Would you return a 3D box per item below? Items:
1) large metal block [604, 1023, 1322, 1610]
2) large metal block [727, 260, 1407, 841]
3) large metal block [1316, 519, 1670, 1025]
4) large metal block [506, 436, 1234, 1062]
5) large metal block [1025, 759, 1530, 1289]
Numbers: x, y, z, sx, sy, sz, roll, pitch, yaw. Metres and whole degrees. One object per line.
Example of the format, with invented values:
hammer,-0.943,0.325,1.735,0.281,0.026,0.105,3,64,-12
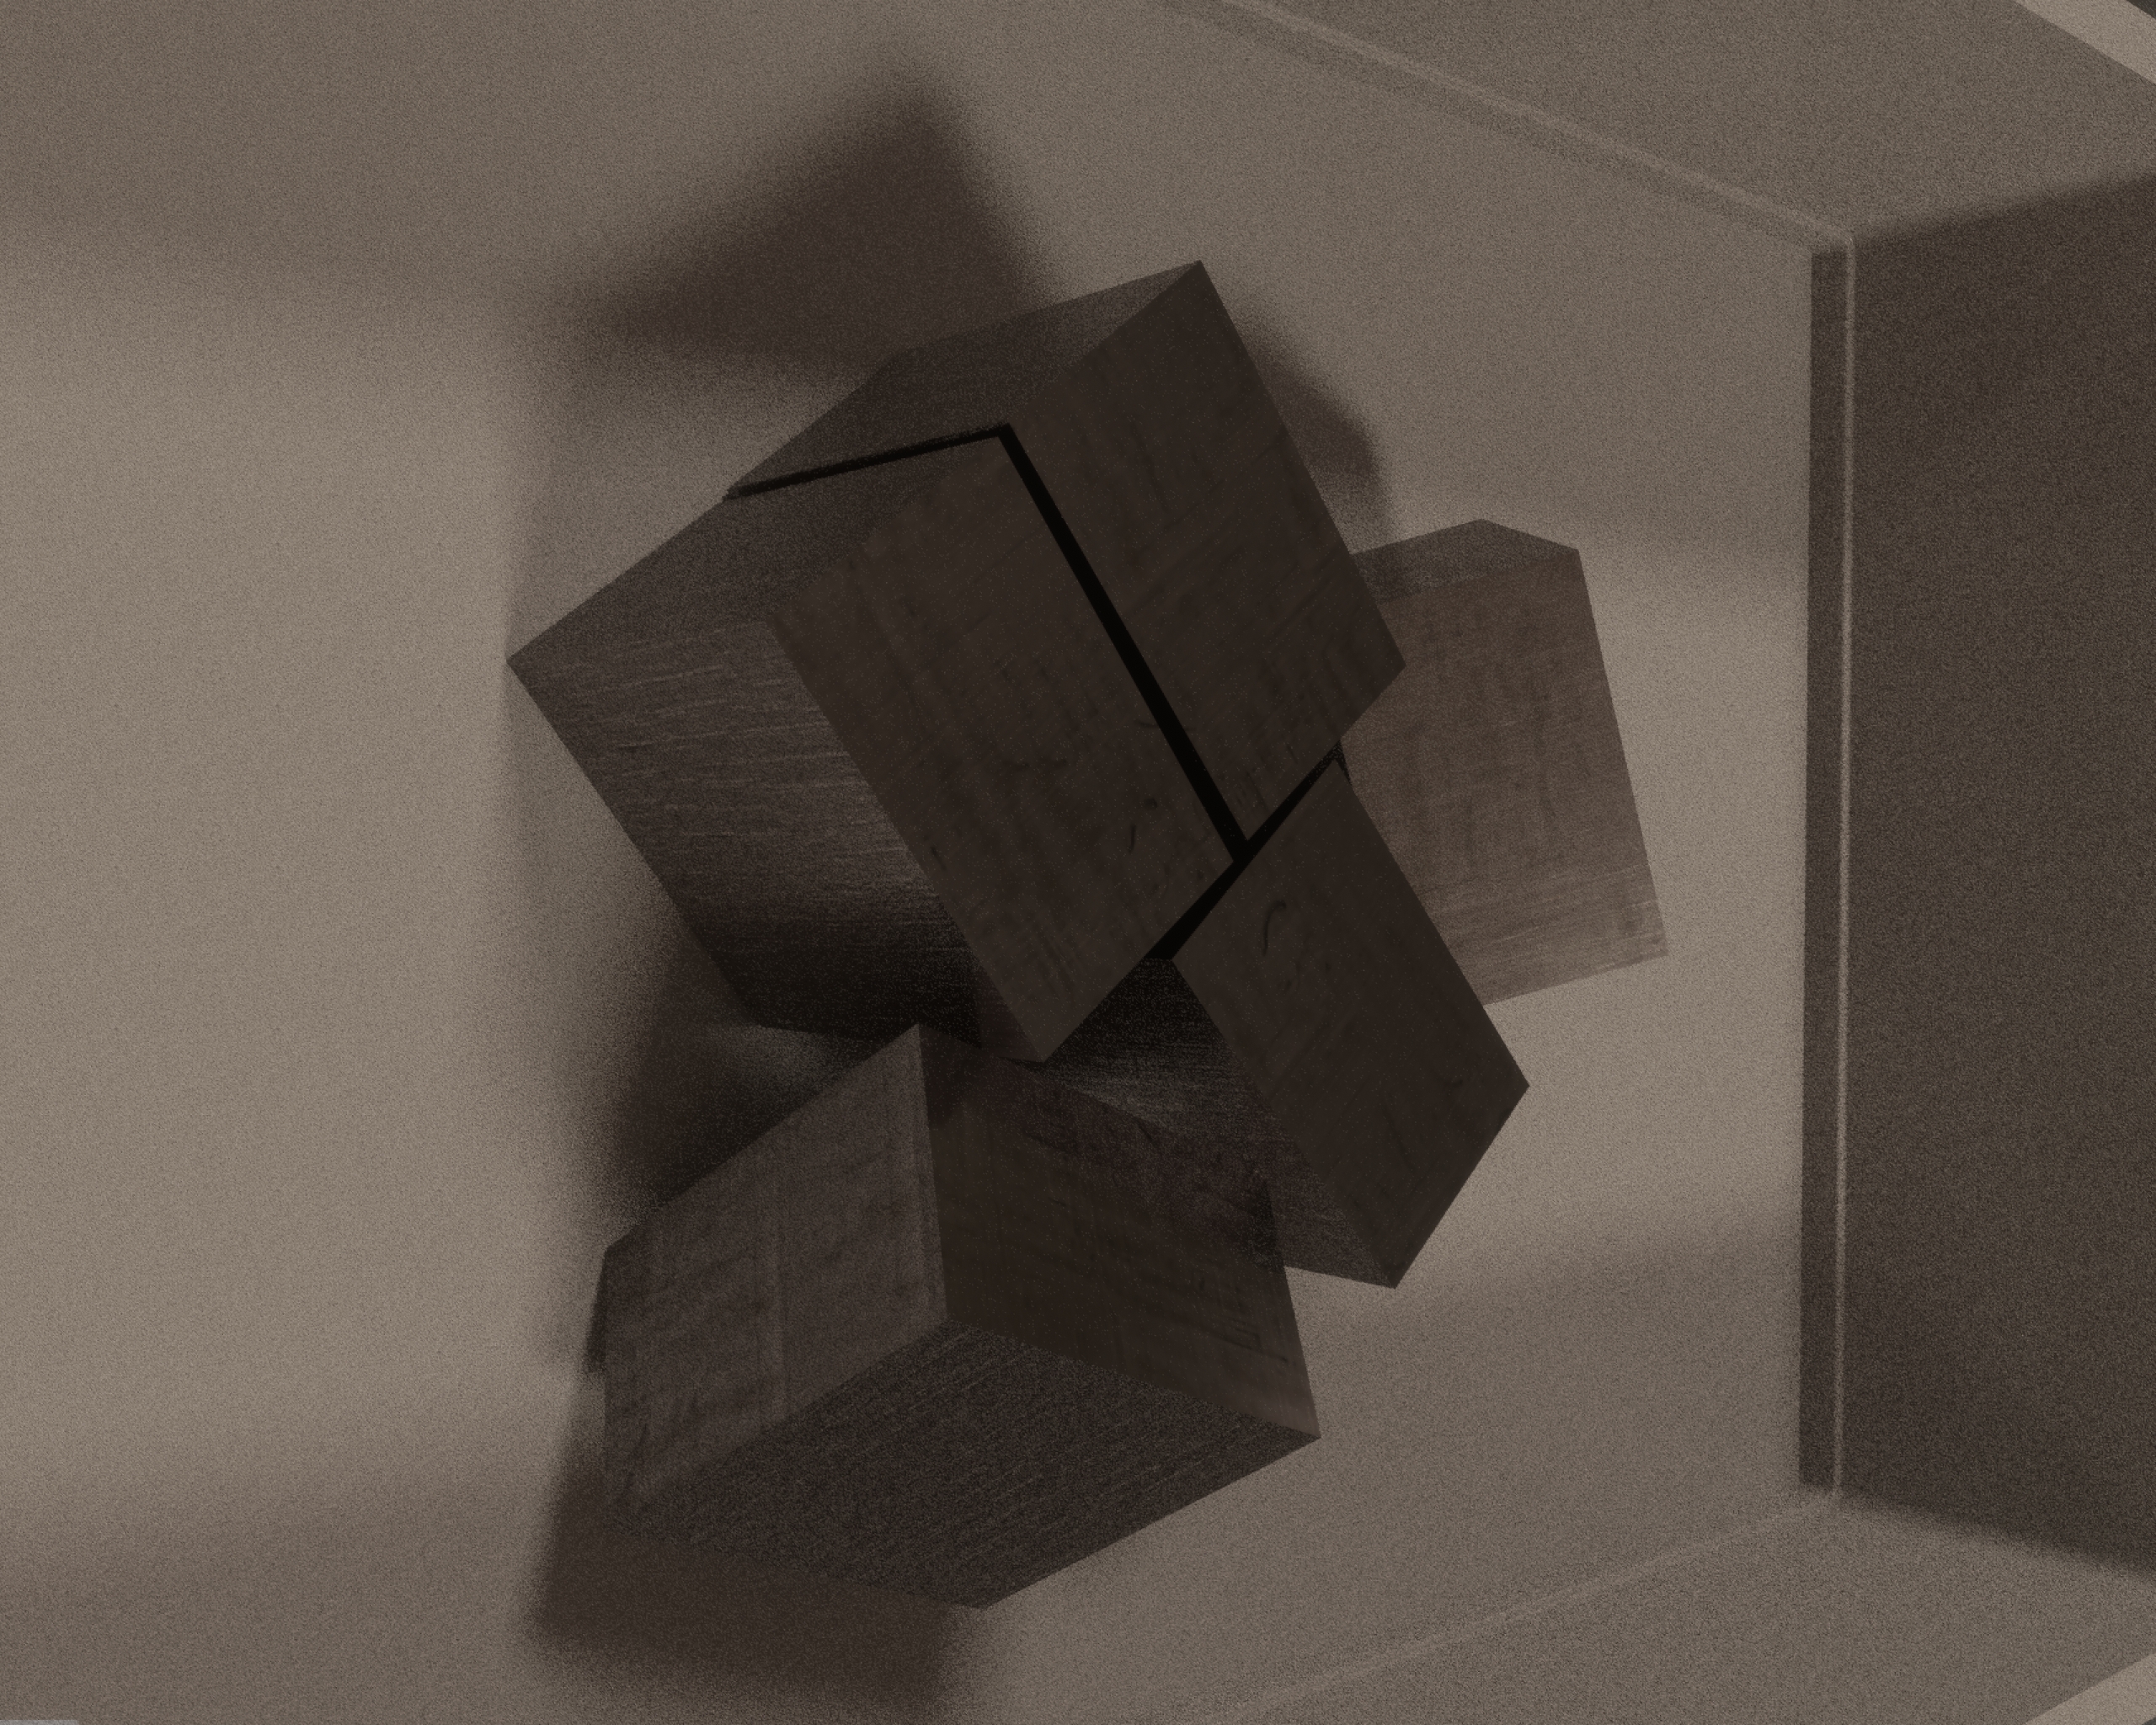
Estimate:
large metal block,-0.021,0.079,0.345,0.080,0.080,0.050,28,38,-37
large metal block,-0.002,-0.050,0.368,0.050,0.080,0.080,-46,118,-30
large metal block,0.076,-0.022,0.427,0.050,0.080,0.080,-16,103,2
large metal block,-0.034,-0.017,0.342,0.050,0.080,0.080,-45,118,-31
large metal block,0.024,0.028,0.390,0.050,0.080,0.080,-49,120,-29
